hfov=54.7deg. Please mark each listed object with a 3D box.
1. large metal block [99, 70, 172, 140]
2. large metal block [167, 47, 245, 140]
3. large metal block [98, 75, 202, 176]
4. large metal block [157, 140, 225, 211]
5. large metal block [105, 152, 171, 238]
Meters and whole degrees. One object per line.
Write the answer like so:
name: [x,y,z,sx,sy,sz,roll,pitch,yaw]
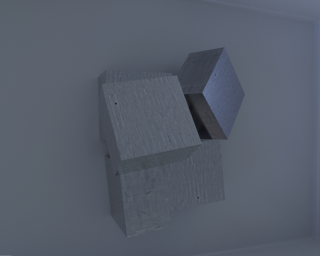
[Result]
large metal block: [-0.031,-0.026,0.385,0.081,0.050,0.079,-1,91,-20]
large metal block: [0.061,-0.042,0.392,0.080,0.050,0.080,55,50,-36]
large metal block: [-0.014,-0.003,0.322,0.081,0.050,0.080,-10,68,-20]
large metal block: [0.034,0.057,0.407,0.081,0.050,0.079,-6,92,-20]
large metal block: [-0.029,0.073,0.370,0.050,0.080,0.079,-7,93,-20]
